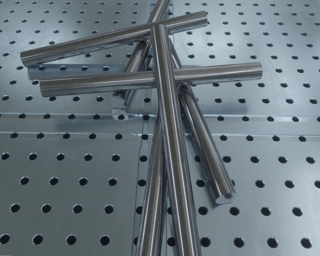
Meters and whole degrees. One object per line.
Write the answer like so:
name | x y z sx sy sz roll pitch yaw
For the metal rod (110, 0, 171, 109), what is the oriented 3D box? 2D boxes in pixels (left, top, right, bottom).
metal rod | -0.024 -0.148 0.531 0.025 0.025 0.300 10 51 9

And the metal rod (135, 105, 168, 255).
metal rod | -0.004 0.067 0.350 0.025 0.025 0.300 5 50 4

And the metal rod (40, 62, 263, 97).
metal rod | -0.008 -0.068 0.430 0.302 0.025 0.025 -5 50 -5

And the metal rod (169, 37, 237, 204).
metal rod | 0.040 -0.034 0.436 0.025 0.025 0.300 -10 51 -8

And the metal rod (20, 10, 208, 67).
metal rod | -0.073 -0.144 0.502 0.301 0.025 0.025 -13 51 -1

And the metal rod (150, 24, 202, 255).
metal rod | 0.014 -0.004 0.369 0.025 0.025 0.299 -5 63 -4
